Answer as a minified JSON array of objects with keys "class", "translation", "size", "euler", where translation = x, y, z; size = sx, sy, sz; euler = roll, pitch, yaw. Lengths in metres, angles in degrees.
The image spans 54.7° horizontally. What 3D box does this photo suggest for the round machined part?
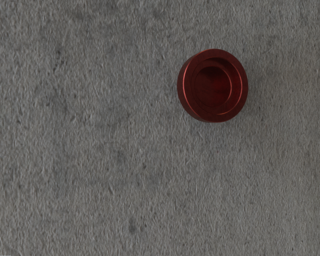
[{"class":"round machined part","translation":[0.068,-0.056,0.426],"size":[0.099,0.042,0.097],"euler":[0,90,-21]}]
